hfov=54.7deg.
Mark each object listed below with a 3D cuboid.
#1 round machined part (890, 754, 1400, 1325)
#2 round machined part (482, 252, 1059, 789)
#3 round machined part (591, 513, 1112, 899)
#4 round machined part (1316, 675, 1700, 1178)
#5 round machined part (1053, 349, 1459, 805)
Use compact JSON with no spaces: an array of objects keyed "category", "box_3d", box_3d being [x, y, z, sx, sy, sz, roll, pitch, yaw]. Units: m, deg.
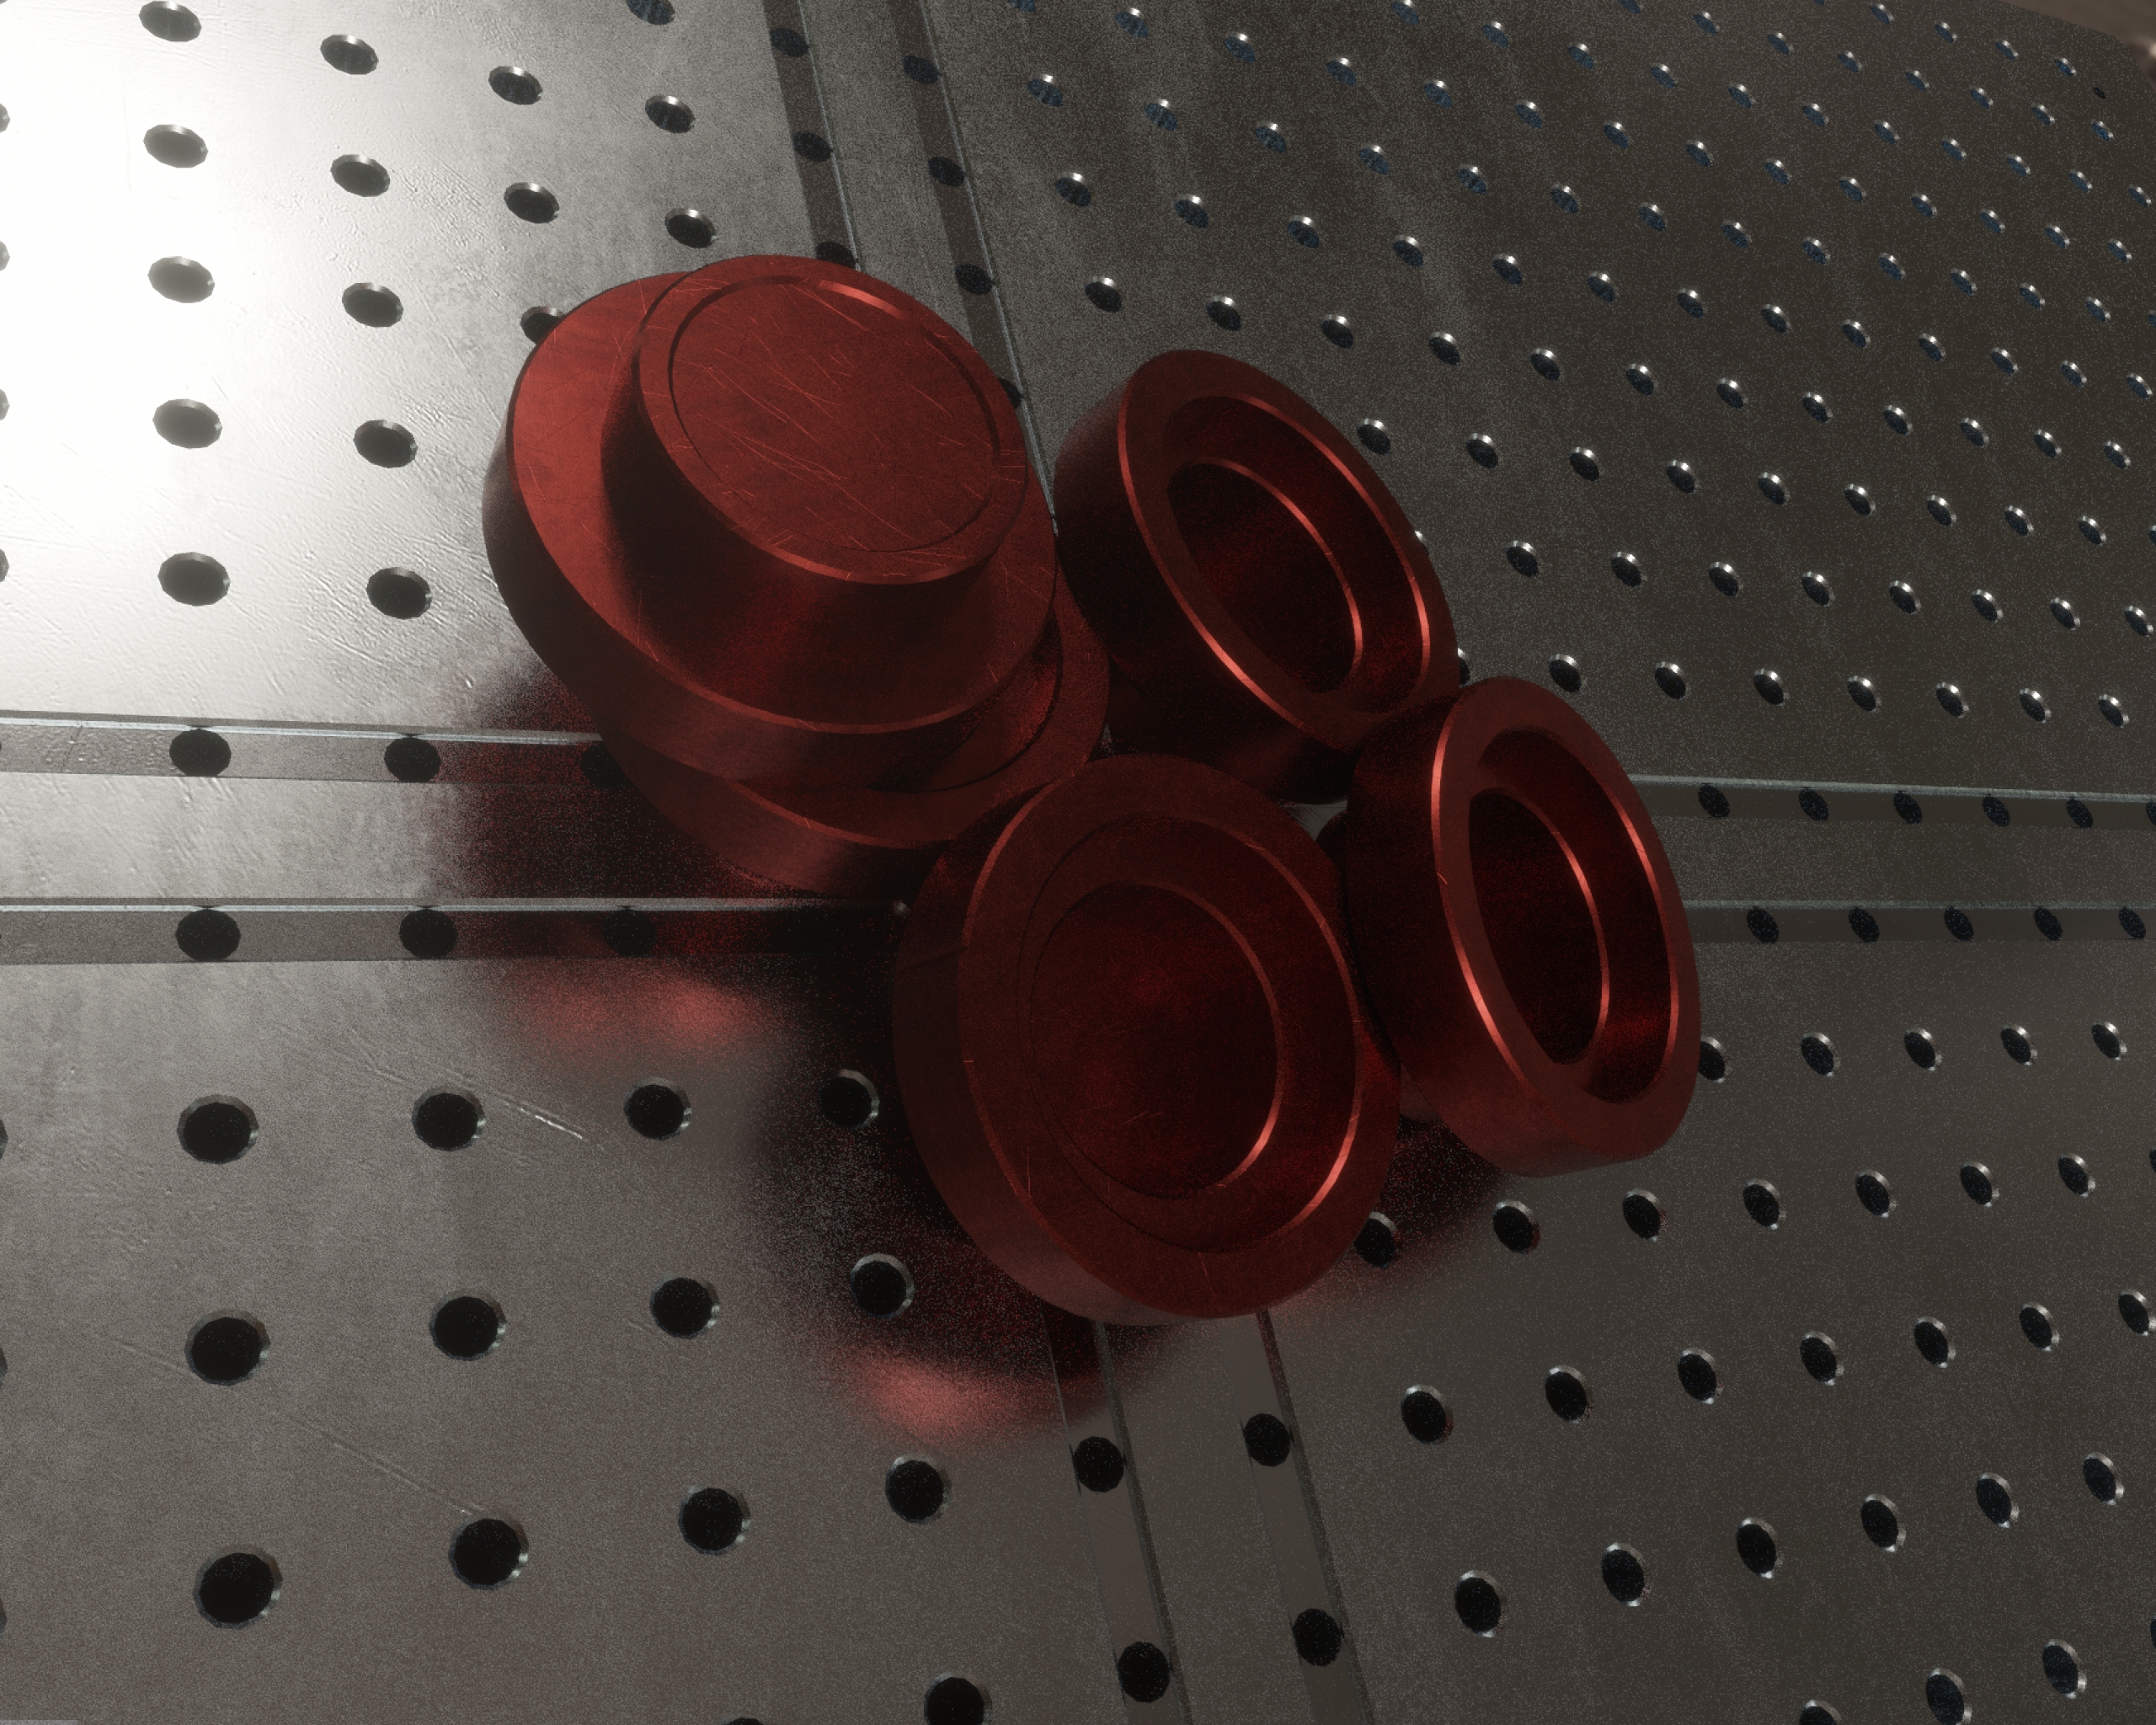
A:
[{"category":"round machined part","box_3d":[0.008,0.033,0.372,0.099,0.042,0.098,13,68,-35]},{"category":"round machined part","box_3d":[-0.048,-0.065,0.358,0.099,0.042,0.098,14,56,-21]},{"category":"round machined part","box_3d":[-0.047,-0.036,0.394,0.099,0.042,0.098,14,56,-21]},{"category":"round machined part","box_3d":[0.082,0.015,0.419,0.098,0.042,0.098,24,56,-42]},{"category":"round machined part","box_3d":[0.032,-0.055,0.438,0.098,0.042,0.098,27,47,-32]}]
